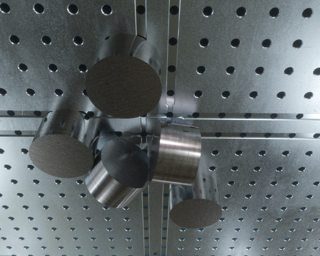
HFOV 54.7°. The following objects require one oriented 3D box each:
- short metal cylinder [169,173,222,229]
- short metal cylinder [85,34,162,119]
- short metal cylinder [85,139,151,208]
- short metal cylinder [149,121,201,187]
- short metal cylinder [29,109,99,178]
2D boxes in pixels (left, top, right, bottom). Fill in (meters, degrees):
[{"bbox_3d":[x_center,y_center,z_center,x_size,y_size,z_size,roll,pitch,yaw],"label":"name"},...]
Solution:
[{"bbox_3d":[0.055,0.117,0.495,0.081,0.050,0.079,0,130,0],"label":"short metal cylinder"},{"bbox_3d":[-0.038,-0.057,0.346,0.081,0.050,0.079,0,130,0],"label":"short metal cylinder"},{"bbox_3d":[-0.056,0.062,0.428,0.080,0.080,0.050,26,125,-21],"label":"short metal cylinder"},{"bbox_3d":[0.017,0.033,0.404,0.050,0.080,0.079,9,130,-8],"label":"short metal cylinder"},{"bbox_3d":[-0.125,0.022,0.412,0.081,0.050,0.079,0,130,0],"label":"short metal cylinder"}]
